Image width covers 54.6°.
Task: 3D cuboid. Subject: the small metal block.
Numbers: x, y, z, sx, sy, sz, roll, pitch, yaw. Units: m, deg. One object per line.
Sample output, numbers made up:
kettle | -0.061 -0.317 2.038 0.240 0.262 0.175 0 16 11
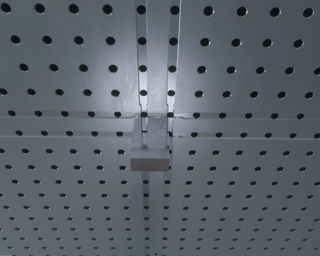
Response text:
small metal block | -0.013 0.032 0.422 0.050 0.050 0.025 1 130 -1
